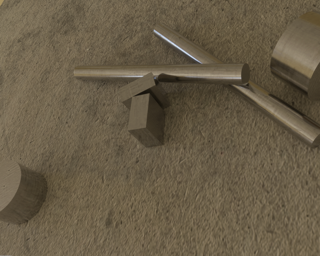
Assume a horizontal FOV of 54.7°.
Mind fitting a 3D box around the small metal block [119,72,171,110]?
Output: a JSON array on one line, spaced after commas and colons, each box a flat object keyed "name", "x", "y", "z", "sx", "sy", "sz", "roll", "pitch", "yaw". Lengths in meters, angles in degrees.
[{"name": "small metal block", "x": -0.020, "y": -0.042, "z": 0.424, "sx": 0.050, "sy": 0.050, "sz": 0.025, "roll": -26, "pitch": 53, "yaw": 12}]

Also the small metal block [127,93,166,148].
[{"name": "small metal block", "x": -0.016, "y": -0.009, "z": 0.402, "sx": 0.025, "sy": 0.050, "sz": 0.050, "roll": -9, "pitch": 58, "yaw": 23}]

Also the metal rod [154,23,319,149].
[{"name": "metal rod", "x": 0.081, "y": -0.073, "z": 0.406, "sx": 0.025, "sy": 0.025, "sz": 0.300, "roll": -43, "pitch": 51, "yaw": -1}]

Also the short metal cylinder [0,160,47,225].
[{"name": "short metal cylinder", "x": -0.211, "y": 0.092, "z": 0.442, "sx": 0.080, "sy": 0.050, "sz": 0.080, "roll": -13, "pitch": 56, "yaw": 21}]

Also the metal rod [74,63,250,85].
[{"name": "metal rod", "x": -0.020, "y": -0.079, "z": 0.445, "sx": 0.300, "sy": 0.025, "sz": 0.025, "roll": 8, "pitch": 66, "yaw": 37}]

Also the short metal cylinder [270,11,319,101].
[{"name": "short metal cylinder", "x": 0.166, "y": -0.075, "z": 0.328, "sx": 0.080, "sy": 0.080, "sz": 0.050, "roll": -42, "pitch": 51, "yaw": 0}]
